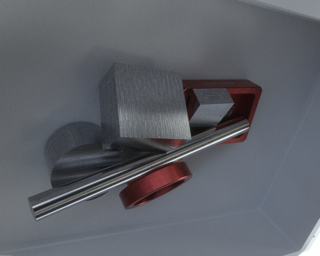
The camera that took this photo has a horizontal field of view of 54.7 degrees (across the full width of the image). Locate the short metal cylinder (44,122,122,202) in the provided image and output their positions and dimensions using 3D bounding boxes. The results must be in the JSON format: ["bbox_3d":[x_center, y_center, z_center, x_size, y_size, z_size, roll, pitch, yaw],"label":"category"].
[{"bbox_3d":[-0.091,0.039,0.365,0.081,0.050,0.079,-14,125,-21],"label":"short metal cylinder"}]

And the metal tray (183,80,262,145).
[{"bbox_3d":[0.073,-0.020,0.432,0.131,0.030,0.089,-5,121,-27],"label":"metal tray"}]

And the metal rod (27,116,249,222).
[{"bbox_3d":[-0.001,0.037,0.377,0.302,0.025,0.025,-19,127,-31],"label":"metal rod"}]

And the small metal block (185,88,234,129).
[{"bbox_3d":[0.058,-0.025,0.397,0.050,0.025,0.050,-5,147,-26],"label":"small metal block"}]

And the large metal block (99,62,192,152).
[{"bbox_3d":[-0.018,-0.019,0.341,0.081,0.080,0.050,3,159,-29],"label":"large metal block"}]

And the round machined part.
[{"bbox_3d":[-0.010,0.068,0.413,0.099,0.042,0.098,-25,164,-8],"label":"round machined part"}]
